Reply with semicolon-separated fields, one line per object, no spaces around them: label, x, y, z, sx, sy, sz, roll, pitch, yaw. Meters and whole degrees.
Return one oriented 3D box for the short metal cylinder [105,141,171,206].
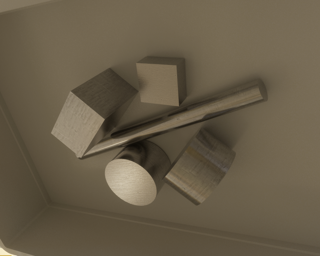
short metal cylinder;-0.031;0.064;0.444;0.080;0.050;0.079;13;124;20

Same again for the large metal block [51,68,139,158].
large metal block;-0.084;-0.021;0.402;0.050;0.080;0.080;40;129;1

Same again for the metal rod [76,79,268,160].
metal rod;-0.009;-0.001;0.410;0.300;0.025;0.025;-19;109;35

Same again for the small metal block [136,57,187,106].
small metal block;0.003;-0.056;0.369;0.050;0.025;0.050;8;122;23

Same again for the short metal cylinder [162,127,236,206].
short metal cylinder;0.046;0.046;0.375;0.050;0.080;0.079;37;129;3
